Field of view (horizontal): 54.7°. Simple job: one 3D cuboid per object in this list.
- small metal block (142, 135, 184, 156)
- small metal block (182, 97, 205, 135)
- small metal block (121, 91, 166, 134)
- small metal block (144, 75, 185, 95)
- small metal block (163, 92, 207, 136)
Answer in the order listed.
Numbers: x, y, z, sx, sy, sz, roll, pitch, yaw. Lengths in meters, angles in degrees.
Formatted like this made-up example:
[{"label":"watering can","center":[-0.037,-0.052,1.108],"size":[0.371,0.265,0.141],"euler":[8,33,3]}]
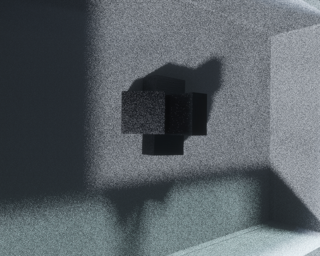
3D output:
[{"label":"small metal block","center":[0.005,0.010,0.408],"size":[0.050,0.025,0.050],"euler":[3,88,-40]},{"label":"small metal block","center":[0.047,-0.016,0.428],"size":[0.050,0.025,0.050],"euler":[5,86,-79]},{"label":"small metal block","center":[-0.019,-0.018,0.370],"size":[0.050,0.025,0.050],"euler":[1,90,3]},{"label":"small metal block","center":[0.006,-0.040,0.408],"size":[0.050,0.025,0.050],"euler":[3,88,-41]},{"label":"small metal block","center":[0.030,-0.016,0.380],"size":[0.025,0.050,0.050],"euler":[1,90,-41]}]
